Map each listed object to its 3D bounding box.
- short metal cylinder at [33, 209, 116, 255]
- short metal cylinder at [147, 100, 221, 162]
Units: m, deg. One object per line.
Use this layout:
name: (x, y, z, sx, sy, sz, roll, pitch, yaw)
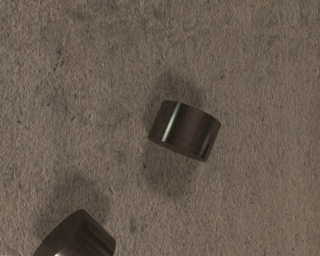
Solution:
short metal cylinder: (-0.096, 0.138, 0.345, 0.080, 0.080, 0.050, -44, 104, -15)
short metal cylinder: (0.031, 0.005, 0.392, 0.080, 0.080, 0.050, 26, 82, -19)
